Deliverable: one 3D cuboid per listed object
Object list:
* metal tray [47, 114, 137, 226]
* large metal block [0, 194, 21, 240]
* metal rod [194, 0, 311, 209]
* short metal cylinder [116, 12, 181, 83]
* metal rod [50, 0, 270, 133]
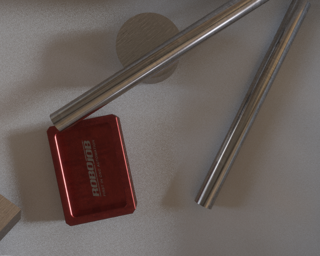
[{"bbox_3d":[-0.087,0.053,0.407,0.091,0.030,0.129,-12,90,-1],"label":"metal tray"},{"bbox_3d":[-0.232,0.114,0.377,0.080,0.050,0.080,37,53,0],"label":"large metal block"},{"bbox_3d":[0.123,-0.032,0.413,0.025,0.025,0.299,26,90,-1],"label":"metal rod"},{"bbox_3d":[-0.013,-0.100,0.399,0.081,0.050,0.079,0,90,-1],"label":"short metal cylinder"},{"bbox_3d":[0.007,-0.086,0.361,0.301,0.025,0.025,-33,90,-1],"label":"metal rod"}]
